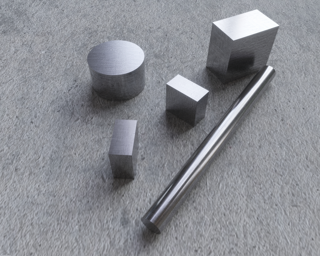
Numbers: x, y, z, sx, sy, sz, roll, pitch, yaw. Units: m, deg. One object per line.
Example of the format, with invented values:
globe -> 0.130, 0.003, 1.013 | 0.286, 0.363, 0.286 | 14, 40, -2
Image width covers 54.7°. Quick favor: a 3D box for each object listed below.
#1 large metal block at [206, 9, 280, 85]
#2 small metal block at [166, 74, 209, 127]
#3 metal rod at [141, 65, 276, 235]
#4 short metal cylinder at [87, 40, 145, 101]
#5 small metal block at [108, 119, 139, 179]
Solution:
large metal block -> 0.123, -0.123, 0.473 | 0.081, 0.080, 0.050 | -22, 54, -18
small metal block -> 0.035, -0.037, 0.418 | 0.050, 0.050, 0.025 | 33, 58, 24
metal rod -> 0.078, 0.008, 0.397 | 0.025, 0.025, 0.301 | 29, 55, 22
short metal cylinder -> -0.063, -0.085, 0.458 | 0.081, 0.050, 0.080 | 0, 50, 0
small metal block -> -0.041, 0.025, 0.365 | 0.025, 0.050, 0.050 | 3, 50, 2
